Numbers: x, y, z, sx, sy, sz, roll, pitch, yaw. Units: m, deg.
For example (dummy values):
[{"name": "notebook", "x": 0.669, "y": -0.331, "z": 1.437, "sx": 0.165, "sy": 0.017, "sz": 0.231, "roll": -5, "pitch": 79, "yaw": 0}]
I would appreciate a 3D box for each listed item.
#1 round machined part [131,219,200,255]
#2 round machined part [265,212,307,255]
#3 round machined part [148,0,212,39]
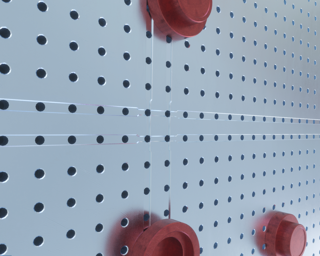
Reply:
[{"name": "round machined part", "x": 0.003, "y": 0.166, "z": 0.400, "sx": 0.099, "sy": 0.042, "sz": 0.097, "roll": 0, "pitch": 90, "yaw": -40}, {"name": "round machined part", "x": 0.252, "y": 0.218, "z": 0.608, "sx": 0.099, "sy": 0.042, "sz": 0.097, "roll": 0, "pitch": 90, "yaw": -40}, {"name": "round machined part", "x": 0.034, "y": -0.174, "z": 0.425, "sx": 0.099, "sy": 0.042, "sz": 0.097, "roll": 0, "pitch": 90, "yaw": -40}]
